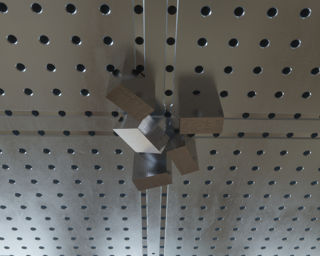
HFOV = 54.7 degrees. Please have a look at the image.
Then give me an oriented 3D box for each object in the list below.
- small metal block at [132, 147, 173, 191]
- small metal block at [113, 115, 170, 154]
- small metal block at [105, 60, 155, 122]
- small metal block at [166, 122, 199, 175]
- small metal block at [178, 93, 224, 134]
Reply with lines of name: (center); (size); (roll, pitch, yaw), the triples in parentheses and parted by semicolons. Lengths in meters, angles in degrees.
small metal block: (-0.011, 0.058, 0.445); (0.050, 0.050, 0.025); (-15, 129, 12)
small metal block: (-0.024, 0.007, 0.402); (0.050, 0.025, 0.050); (-2, 139, 46)
small metal block: (-0.032, -0.043, 0.358); (0.025, 0.050, 0.050); (-38, 121, 27)
small metal block: (0.030, 0.027, 0.419); (0.025, 0.050, 0.050); (-20, 128, 15)
small metal block: (0.048, -0.019, 0.380); (0.050, 0.050, 0.025); (-1, 130, 0)
